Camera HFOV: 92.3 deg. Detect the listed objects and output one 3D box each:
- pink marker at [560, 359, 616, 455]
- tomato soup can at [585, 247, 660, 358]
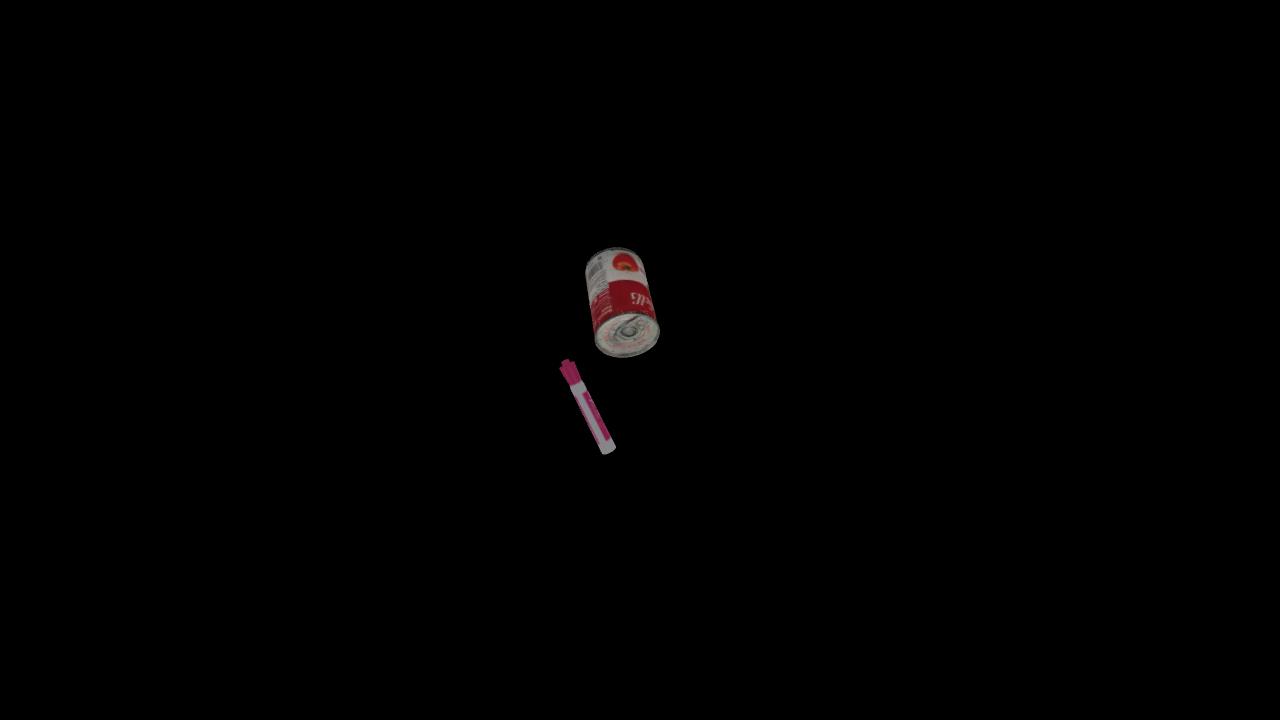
[{"bbox_3d":[-0.061,0.054,0.710,0.020,0.121,0.020,-23,15,6],"label":"pink marker"},{"bbox_3d":[-0.021,-0.062,0.651,0.068,0.101,0.068,-8,-39,-6],"label":"tomato soup can"}]
